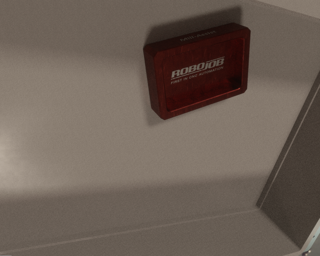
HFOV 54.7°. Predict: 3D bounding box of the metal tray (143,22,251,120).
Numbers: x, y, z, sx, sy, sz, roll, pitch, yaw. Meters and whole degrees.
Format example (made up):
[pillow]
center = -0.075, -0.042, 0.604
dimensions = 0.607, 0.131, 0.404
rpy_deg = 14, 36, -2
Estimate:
[metal tray]
center = 0.050, -0.072, 0.389
dimensions = 0.131, 0.030, 0.089
rpy_deg = -19, 126, -18
